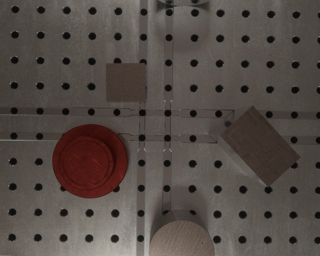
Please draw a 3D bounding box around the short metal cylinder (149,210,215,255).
[{"bbox_3d":[0.026,0.152,0.401,0.081,0.050,0.079,0,90,-1],"label":"short metal cylinder"}]

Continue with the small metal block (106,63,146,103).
[{"bbox_3d":[-0.045,-0.059,0.413,0.050,0.025,0.050,-1,90,-1],"label":"small metal block"}]

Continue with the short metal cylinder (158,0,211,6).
[{"bbox_3d":[0.032,-0.193,0.386,0.081,0.080,0.050,0,90,-1],"label":"short metal cylinder"}]

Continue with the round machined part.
[{"bbox_3d":[-0.092,0.044,0.404,0.099,0.042,0.097,0,90,-1],"label":"round machined part"}]

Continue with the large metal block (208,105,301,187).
[{"bbox_3d":[0.113,0.020,0.387,0.050,0.080,0.080,-43,91,0],"label":"large metal block"}]
